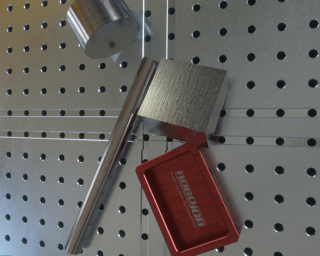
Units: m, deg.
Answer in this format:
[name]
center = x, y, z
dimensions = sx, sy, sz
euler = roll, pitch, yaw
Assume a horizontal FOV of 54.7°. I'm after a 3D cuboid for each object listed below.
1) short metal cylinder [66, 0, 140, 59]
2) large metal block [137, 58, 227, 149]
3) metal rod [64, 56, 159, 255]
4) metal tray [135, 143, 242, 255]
[short metal cylinder]
center = -0.074, -0.136, 0.410
dimensions = 0.080, 0.080, 0.050
euler = -34, 79, 17
[large metal block]
center = 0.030, -0.030, 0.373
dimensions = 0.080, 0.050, 0.080
euler = 15, 70, 19
[metal rod]
center = -0.070, 0.044, 0.437
dimensions = 0.025, 0.025, 0.298
euler = 26, 98, 18
[metal tray]
center = 0.035, 0.091, 0.397
dimensions = 0.090, 0.030, 0.130
euler = -27, 81, 18
